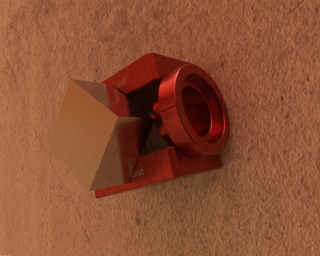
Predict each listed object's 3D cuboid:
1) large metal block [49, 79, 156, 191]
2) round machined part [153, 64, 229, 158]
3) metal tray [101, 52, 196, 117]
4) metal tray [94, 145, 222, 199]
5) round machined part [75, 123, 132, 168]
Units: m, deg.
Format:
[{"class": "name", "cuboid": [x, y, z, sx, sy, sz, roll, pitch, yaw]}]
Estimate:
[{"class": "large metal block", "cuboid": [-0.062, 0.005, 0.319, 0.080, 0.050, 0.079, 36, 112, 33]}, {"class": "round machined part", "cuboid": [0.030, -0.015, 0.332, 0.042, 0.099, 0.098, -20, 78, 38]}, {"class": "metal tray", "cuboid": [-0.026, -0.044, 0.385, 0.130, 0.091, 0.030, -23, 76, 37]}, {"class": "metal tray", "cuboid": [-0.006, 0.051, 0.365, 0.130, 0.091, 0.030, -22, 76, 37]}, {"class": "round machined part", "cuboid": [-0.067, 0.023, 0.411, 0.042, 0.099, 0.098, -20, 78, 38]}]
